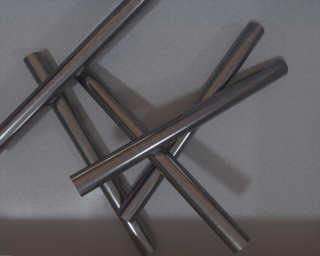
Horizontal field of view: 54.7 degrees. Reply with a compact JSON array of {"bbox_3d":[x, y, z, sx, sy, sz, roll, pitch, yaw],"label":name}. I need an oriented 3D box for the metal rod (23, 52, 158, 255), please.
[{"bbox_3d":[-0.091,0.034,0.410,0.025,0.025,0.299,-31,90,0],"label":"metal rod"}]

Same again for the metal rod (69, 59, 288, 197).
[{"bbox_3d":[0.037,-0.010,0.366,0.302,0.025,0.025,-30,90,-19],"label":"metal rod"}]

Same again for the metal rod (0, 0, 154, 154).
[{"bbox_3d":[-0.115,-0.068,0.382,0.300,0.025,0.025,-45,91,2],"label":"metal rod"}]

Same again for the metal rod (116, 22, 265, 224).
[{"bbox_3d":[0.042,-0.011,0.399,0.025,0.025,0.300,35,85,-1],"label":"metal rod"}]

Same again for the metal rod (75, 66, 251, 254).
[{"bbox_3d":[-0.011,0.022,0.373,0.025,0.025,0.300,-44,75,0],"label":"metal rod"}]
